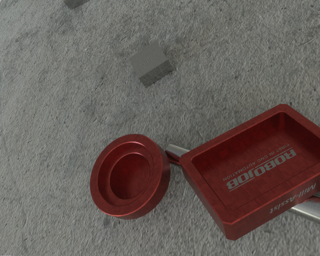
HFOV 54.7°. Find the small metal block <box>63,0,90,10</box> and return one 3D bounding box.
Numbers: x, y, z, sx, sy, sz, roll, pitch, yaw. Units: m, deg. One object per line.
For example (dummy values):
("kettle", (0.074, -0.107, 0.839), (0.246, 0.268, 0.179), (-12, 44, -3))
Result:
("small metal block", (-0.180, -0.292, 0.674), (0.050, 0.025, 0.050), (-18, 55, 17))

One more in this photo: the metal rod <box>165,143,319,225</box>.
("metal rod", (0.130, 0.069, 0.292), (0.300, 0.025, 0.025), (18, 71, 34))

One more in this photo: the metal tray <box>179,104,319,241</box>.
("metal tray", (0.096, 0.036, 0.298), (0.131, 0.030, 0.090), (-27, 42, -8))

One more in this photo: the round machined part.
("round machined part", (-0.031, 0.059, 0.368), (0.098, 0.042, 0.098), (-14, 58, 24))

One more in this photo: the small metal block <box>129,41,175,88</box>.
("small metal block", (-0.013, -0.096, 0.469), (0.050, 0.025, 0.050), (-32, 52, 7))
